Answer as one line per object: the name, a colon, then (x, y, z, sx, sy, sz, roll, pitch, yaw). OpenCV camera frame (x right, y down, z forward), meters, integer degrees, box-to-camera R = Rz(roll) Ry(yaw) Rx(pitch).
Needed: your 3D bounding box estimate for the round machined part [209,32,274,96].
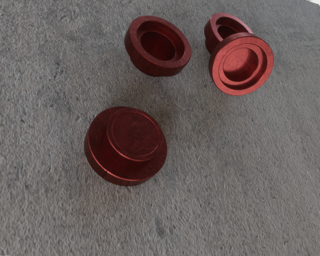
round machined part: (0.126, -0.105, 0.495, 0.099, 0.097, 0.042, 17, 29, -19)

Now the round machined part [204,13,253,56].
round machined part: (0.120, -0.154, 0.551, 0.099, 0.042, 0.098, 14, 56, -21)

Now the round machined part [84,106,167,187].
round machined part: (-0.035, 0.015, 0.364, 0.099, 0.042, 0.098, 14, 56, -21)

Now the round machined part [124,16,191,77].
round machined part: (-0.006, -0.115, 0.459, 0.099, 0.042, 0.098, 14, 56, -21)
